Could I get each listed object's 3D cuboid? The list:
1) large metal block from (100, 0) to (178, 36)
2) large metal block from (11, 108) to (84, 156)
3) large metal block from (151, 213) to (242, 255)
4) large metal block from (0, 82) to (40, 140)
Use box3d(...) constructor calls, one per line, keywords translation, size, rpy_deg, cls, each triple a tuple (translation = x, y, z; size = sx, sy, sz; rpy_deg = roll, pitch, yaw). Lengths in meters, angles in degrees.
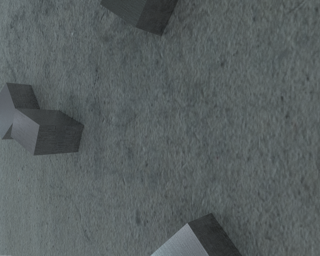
box3d(translation=(-0.022, -0.179, 0.405), size=(0.080, 0.050, 0.079), rpy_deg=(42, 115, 32), cls="large metal block")
box3d(translation=(-0.190, 0.005, 0.523), size=(0.080, 0.081, 0.050), rpy_deg=(26, 106, 36), cls="large metal block")
box3d(translation=(0.044, 0.158, 0.351), size=(0.080, 0.050, 0.080), rpy_deg=(-50, 61, 28), cls="large metal block")
box3d(translation=(-0.288, -0.033, 0.622), size=(0.080, 0.050, 0.080), rpy_deg=(-42, 65, 31), cls="large metal block")
